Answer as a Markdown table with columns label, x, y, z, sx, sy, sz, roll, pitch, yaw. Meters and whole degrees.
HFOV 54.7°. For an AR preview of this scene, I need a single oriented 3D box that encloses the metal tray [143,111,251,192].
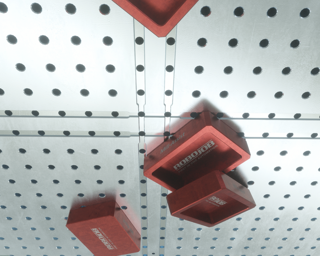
| label | x | y | z | sx | sy | sz | roll | pitch | yaw |
| --- | --- | --- | --- | --- | --- | --- | --- | --- | --- |
| metal tray | 0.050 | 0.044 | 0.446 | 0.090 | 0.030 | 0.130 | 35 | 122 | -26 |

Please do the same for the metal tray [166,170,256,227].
| label | x | y | z | sx | sy | sz | roll | pitch | yaw |
| --- | --- | --- | --- | --- | --- | --- | --- | --- | --- |
| metal tray | 0.082 | 0.113 | 0.476 | 0.090 | 0.030 | 0.130 | -32 | 142 | 20 |

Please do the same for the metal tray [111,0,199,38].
| label | x | y | z | sx | sy | sz | roll | pitch | yaw |
| --- | --- | --- | --- | --- | --- | --- | --- | --- | --- |
| metal tray | 0.010 | -0.157 | 0.274 | 0.090 | 0.030 | 0.129 | 33 | 123 | -25 |

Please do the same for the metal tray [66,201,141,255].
| label | x | y | z | sx | sy | sz | roll | pitch | yaw |
| --- | --- | --- | --- | --- | --- | --- | --- | --- | --- |
| metal tray | -0.100 | 0.191 | 0.570 | 0.090 | 0.030 | 0.130 | -15 | 129 | 12 |
